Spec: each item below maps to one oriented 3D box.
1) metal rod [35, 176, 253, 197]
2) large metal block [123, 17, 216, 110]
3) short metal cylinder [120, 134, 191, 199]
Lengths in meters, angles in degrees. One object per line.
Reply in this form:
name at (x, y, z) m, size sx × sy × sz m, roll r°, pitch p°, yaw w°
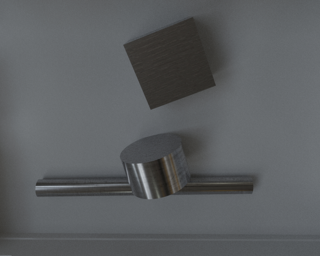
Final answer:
metal rod at (-0.021, 0.084, 0.441) m, size 0.302 × 0.025 × 0.025 m, roll -1°, pitch 110°, yaw -1°
large metal block at (0.012, -0.078, 0.369) m, size 0.080 × 0.050 × 0.080 m, roll -20°, pitch 109°, yaw 7°
short metal cylinder at (-0.005, 0.047, 0.399) m, size 0.080 × 0.080 × 0.050 m, roll -14°, pitch 110°, yaw 5°
